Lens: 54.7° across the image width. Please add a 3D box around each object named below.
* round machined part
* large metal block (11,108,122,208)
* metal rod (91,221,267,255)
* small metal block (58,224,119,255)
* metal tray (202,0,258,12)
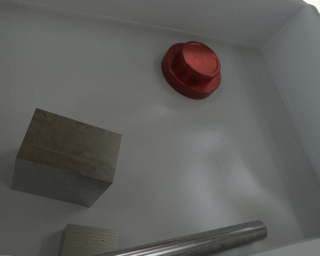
[{"bbox_3d":[0.055,-0.097,0.485,0.099,0.042,0.098,14,56,-21],"label":"round machined part"},{"bbox_3d":[-0.092,0.034,0.301,0.081,0.080,0.050,19,55,-18],"label":"large metal block"},{"bbox_3d":[0.004,0.125,0.308,0.302,0.025,0.025,3,60,-36],"label":"metal rod"},{"bbox_3d":[-0.070,0.122,0.294,0.050,0.025,0.050,15,56,-20],"label":"small metal block"},{"bbox_3d":[0.139,-0.293,0.662,0.131,0.030,0.090,-13,69,-34],"label":"metal tray"}]
